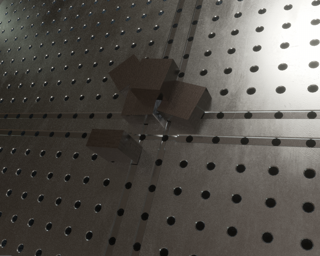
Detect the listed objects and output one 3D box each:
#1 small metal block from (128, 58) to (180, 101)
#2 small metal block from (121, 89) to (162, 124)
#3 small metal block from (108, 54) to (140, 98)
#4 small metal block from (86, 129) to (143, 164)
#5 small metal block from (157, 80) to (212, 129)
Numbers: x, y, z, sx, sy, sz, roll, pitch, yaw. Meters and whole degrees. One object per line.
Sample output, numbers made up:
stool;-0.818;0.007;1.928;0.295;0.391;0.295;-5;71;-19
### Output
small metal block;-0.008;-0.066;0.420;0.050;0.025;0.050;8;65;31
small metal block;-0.022;-0.034;0.439;0.050;0.025;0.050;-1;61;27
small metal block;-0.045;-0.079;0.479;0.050;0.025;0.050;-36;51;4
small metal block;-0.059;0.024;0.407;0.050;0.050;0.025;2;63;29
small metal block;0.032;-0.032;0.410;0.050;0.025;0.050;20;72;35
